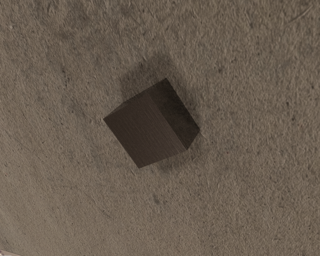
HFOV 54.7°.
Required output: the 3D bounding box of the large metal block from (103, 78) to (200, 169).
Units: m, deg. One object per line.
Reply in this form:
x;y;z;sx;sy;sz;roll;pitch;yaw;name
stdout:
-0.010;-0.004;0.392;0.080;0.050;0.080;-25;105;36;large metal block
